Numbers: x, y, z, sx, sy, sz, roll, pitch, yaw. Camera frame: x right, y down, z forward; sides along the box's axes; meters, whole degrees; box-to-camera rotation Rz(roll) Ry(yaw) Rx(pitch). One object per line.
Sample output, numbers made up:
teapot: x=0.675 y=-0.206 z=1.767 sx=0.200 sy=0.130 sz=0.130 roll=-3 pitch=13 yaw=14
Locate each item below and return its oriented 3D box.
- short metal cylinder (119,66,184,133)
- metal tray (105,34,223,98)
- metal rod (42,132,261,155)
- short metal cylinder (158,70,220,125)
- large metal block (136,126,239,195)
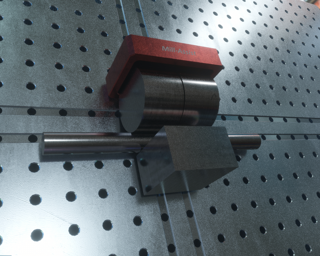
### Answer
short metal cylinder: x=-0.013 y=-0.034 z=0.383 sx=0.050 sy=0.080 sz=0.080 roll=1 pitch=62 yaw=-28
metal tray: x=0.005 y=-0.072 z=0.408 sx=0.131 sy=0.090 sz=0.030 roll=1 pitch=62 yaw=-28
metal rod: x=0.010 y=0.018 z=0.397 sx=0.303 sy=0.025 sz=0.025 roll=1 pitch=62 yaw=-28
short metal cylinder: x=0.033 y=-0.034 z=0.408 sx=0.050 sy=0.080 sz=0.080 roll=2 pitch=61 yaw=-28
large metal block: x=0.028 y=0.038 z=0.359 sx=0.081 sy=0.080 sz=0.050 roll=1 pitch=62 yaw=-28
